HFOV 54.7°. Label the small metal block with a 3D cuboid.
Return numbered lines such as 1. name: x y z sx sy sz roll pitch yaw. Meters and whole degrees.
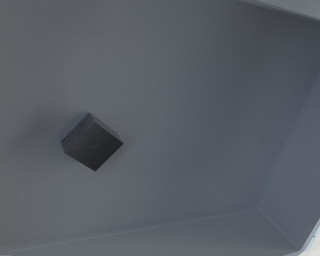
1. small metal block: -0.082 0.018 0.376 0.050 0.025 0.050 -45 130 3
